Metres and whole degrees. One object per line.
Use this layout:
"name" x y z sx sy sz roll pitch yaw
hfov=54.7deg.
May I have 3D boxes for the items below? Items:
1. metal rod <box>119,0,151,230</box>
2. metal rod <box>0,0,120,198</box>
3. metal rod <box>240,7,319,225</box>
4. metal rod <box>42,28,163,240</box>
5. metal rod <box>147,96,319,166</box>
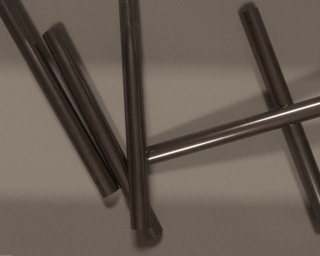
"metal rod" -0.033 -0.025 0.397 0.025 0.025 0.298 -4 85 -1
"metal rod" -0.138 -0.044 0.409 0.025 0.025 0.299 -29 90 0
"metal rod" 0.171 -0.015 0.413 0.025 0.025 0.299 -21 90 0
"metal rod" -0.075 0.008 0.410 0.025 0.025 0.299 -27 90 0
"metal rod" 0.126 -0.005 0.393 0.301 0.025 0.025 -17 90 7
